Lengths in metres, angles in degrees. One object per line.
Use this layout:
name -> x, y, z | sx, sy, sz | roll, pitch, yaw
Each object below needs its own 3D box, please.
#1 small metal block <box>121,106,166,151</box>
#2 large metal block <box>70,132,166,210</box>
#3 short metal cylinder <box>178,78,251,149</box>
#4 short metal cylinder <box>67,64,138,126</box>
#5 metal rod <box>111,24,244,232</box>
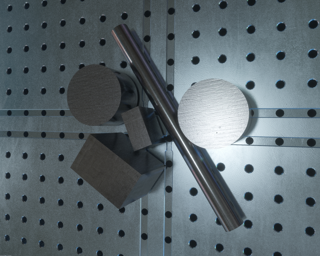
small metal block -> -0.021, 0.001, 0.402 | 0.025, 0.050, 0.050 | -22, 83, 19
large metal block -> -0.050, 0.049, 0.396 | 0.080, 0.080, 0.050 | 36, 102, 17
short metal cylinder -> 0.067, -0.016, 0.372 | 0.080, 0.050, 0.079 | 0, 90, 20
short metal cylinder -> -0.078, -0.043, 0.423 | 0.080, 0.050, 0.079 | 0, 90, 20
metal rod -> 0.017, -0.008, 0.402 | 0.025, 0.025, 0.299 | -33, 80, 17
